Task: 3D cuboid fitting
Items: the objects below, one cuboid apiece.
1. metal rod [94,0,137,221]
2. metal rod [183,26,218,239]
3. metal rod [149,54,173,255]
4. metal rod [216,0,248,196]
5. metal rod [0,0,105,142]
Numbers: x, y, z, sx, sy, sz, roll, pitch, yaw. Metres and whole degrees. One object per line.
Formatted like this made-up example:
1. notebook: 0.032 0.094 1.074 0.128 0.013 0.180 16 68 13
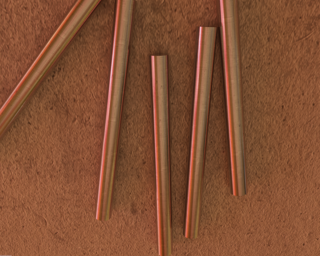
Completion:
1. metal rod: -0.061 -0.009 0.405 0.025 0.025 0.298 8 110 -4
2. metal rod: 0.051 0.020 0.417 0.025 0.025 0.298 1 110 -1
3. metal rod: 0.003 0.050 0.428 0.025 0.025 0.298 -2 110 0
4. metal rod: 0.092 -0.048 0.393 0.025 0.025 0.298 -8 110 2
5. metal rod: -0.161 -0.057 0.386 0.025 0.025 0.299 39 105 -13
